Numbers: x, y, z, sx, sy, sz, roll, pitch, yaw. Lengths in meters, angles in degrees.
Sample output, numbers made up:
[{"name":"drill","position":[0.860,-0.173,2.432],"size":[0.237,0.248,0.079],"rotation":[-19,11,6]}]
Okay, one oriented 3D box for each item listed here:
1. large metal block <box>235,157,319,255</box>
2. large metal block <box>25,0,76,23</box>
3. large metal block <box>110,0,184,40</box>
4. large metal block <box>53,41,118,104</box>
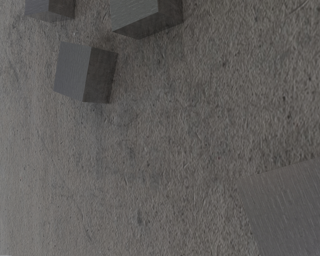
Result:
[{"name":"large metal block","position":[0.128,0.074,0.283],"size":[0.080,0.050,0.080],"rotation":[-26,74,37]},{"name":"large metal block","position":[-0.193,-0.237,0.549],"size":[0.080,0.050,0.079],"rotation":[10,96,39]},{"name":"large metal block","position":[-0.019,-0.170,0.405],"size":[0.080,0.050,0.080],"rotation":[-7,86,39]},{"name":"large metal block","position":[-0.118,-0.087,0.486],"size":[0.080,0.050,0.079],"rotation":[20,103,38]}]
